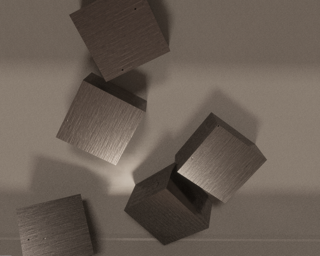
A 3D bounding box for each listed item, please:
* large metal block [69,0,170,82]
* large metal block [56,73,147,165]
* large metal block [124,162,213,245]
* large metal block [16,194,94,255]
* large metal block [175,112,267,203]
[{"bbox_3d":[-0.042,-0.111,0.357,0.080,0.050,0.080,-24,109,8],"label":"large metal block"},{"bbox_3d":[-0.071,-0.012,0.392,0.080,0.050,0.080,27,108,-10],"label":"large metal block"},{"bbox_3d":[0.013,0.106,0.424,0.080,0.050,0.080,-35,108,32],"label":"large metal block"},{"bbox_3d":[-0.140,0.141,0.413,0.081,0.050,0.080,-10,69,-23],"label":"large metal block"},{"bbox_3d":[0.078,0.039,0.414,0.080,0.050,0.080,35,106,-12],"label":"large metal block"}]
